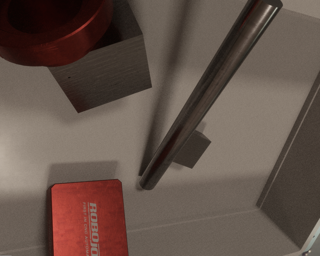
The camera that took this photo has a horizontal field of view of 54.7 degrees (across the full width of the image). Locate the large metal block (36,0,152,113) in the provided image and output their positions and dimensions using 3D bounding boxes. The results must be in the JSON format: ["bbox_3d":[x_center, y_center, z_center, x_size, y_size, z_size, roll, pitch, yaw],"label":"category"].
[{"bbox_3d":[-0.057,-0.066,0.293,0.080,0.050,0.080,-20,155,-5],"label":"large metal block"}]

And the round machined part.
[{"bbox_3d":[-0.084,-0.086,0.237,0.098,0.098,0.042,-30,156,-10],"label":"round machined part"}]

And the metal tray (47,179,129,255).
[{"bbox_3d":[-0.090,0.133,0.387,0.091,0.030,0.129,1,73,-29],"label":"metal tray"}]

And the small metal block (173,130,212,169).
[{"bbox_3d":[0.038,0.026,0.447,0.050,0.025,0.050,24,105,-37],"label":"small metal block"}]

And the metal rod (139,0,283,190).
[{"bbox_3d":[0.032,-0.010,0.344,0.025,0.025,0.298,-3,144,-27],"label":"metal rod"}]
